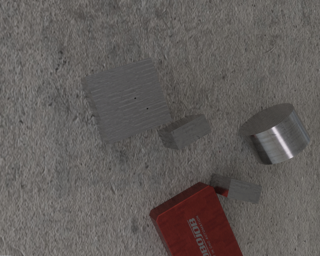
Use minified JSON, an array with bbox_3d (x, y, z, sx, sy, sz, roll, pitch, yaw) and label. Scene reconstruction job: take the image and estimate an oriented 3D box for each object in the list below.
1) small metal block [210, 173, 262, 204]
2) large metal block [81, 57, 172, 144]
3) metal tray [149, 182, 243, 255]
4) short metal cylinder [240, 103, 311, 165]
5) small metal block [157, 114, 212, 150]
[{"bbox_3d":[0.105,0.084,0.434,0.050,0.050,0.025,16,85,-20],"label":"small metal block"},{"bbox_3d":[-0.042,-0.033,0.380,0.081,0.050,0.080,-21,97,-19],"label":"large metal block"},{"bbox_3d":[0.053,0.152,0.426,0.091,0.030,0.129,-27,99,-18],"label":"metal tray"},{"bbox_3d":[0.162,0.008,0.439,0.080,0.080,0.050,-37,102,-16],"label":"short metal cylinder"},{"bbox_3d":[0.031,0.005,0.407,0.050,0.050,0.025,-28,100,-18],"label":"small metal block"}]
